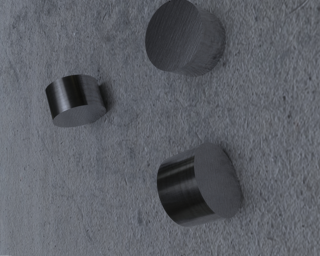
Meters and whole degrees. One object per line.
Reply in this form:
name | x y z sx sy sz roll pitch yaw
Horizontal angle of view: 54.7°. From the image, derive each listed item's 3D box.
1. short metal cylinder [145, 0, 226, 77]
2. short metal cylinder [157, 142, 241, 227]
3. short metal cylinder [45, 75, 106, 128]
short metal cylinder | 0.029 -0.103 0.365 0.080 0.050 0.080 0 90 40
short metal cylinder | 0.043 0.061 0.334 0.050 0.081 0.080 -27 73 37
short metal cylinder | -0.129 -0.040 0.476 0.080 0.081 0.050 -31 71 36
